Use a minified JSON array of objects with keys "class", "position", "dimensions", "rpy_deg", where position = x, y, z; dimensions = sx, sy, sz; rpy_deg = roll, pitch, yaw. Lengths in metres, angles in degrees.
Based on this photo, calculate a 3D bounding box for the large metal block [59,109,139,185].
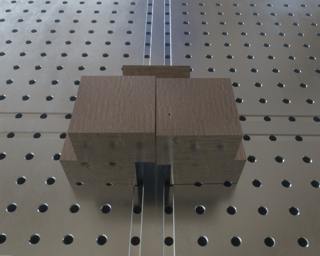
[{"class":"large metal block","position":[-0.066,0.020,0.374],"dimensions":[0.081,0.050,0.080],"rpy_deg":[1,50,0]}]

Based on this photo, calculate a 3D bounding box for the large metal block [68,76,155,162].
[{"class":"large metal block","position":[-0.045,-0.010,0.331],"dimensions":[0.081,0.050,0.080],"rpy_deg":[0,50,-1]}]

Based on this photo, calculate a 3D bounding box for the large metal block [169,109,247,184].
[{"class":"large metal block","position":[0.052,0.020,0.375],"dimensions":[0.081,0.050,0.080],"rpy_deg":[-1,50,-1]}]

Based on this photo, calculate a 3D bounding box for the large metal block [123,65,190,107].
[{"class":"large metal block","position":[-0.004,-0.056,0.411],"dimensions":[0.081,0.050,0.080],"rpy_deg":[0,8,0]}]

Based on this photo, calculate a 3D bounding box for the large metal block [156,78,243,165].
[{"class":"large metal block","position":[0.037,-0.008,0.331],"dimensions":[0.081,0.050,0.080],"rpy_deg":[0,50,-1]}]
